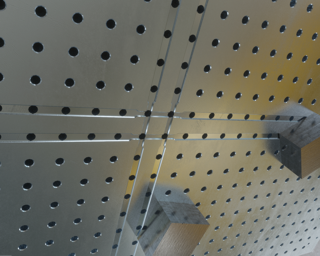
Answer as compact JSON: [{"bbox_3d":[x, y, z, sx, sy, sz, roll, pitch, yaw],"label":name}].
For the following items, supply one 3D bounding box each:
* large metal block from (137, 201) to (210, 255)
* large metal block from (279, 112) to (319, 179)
[{"bbox_3d":[0.021,0.171,0.511,0.081,0.050,0.080,15,111,-34],"label":"large metal block"},{"bbox_3d":[0.268,0.032,0.560,0.080,0.050,0.080,-29,128,-10],"label":"large metal block"}]
